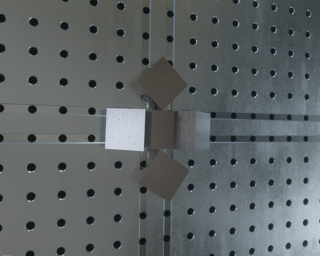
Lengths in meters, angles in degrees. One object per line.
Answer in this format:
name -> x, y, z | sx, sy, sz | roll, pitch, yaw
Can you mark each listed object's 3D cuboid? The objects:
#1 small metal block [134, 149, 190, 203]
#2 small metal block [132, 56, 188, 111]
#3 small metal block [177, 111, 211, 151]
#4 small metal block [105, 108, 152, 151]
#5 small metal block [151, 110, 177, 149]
small metal block -> 0.002, 0.062, 0.413 | 0.050, 0.025, 0.050 | 36, 79, -15
small metal block -> 0.000, -0.057, 0.412 | 0.050, 0.025, 0.050 | -46, 104, -15
small metal block -> 0.046, 0.004, 0.415 | 0.050, 0.025, 0.050 | 4, 88, -60
small metal block -> -0.039, 0.002, 0.385 | 0.050, 0.025, 0.050 | 2, 90, 16
small metal block -> 0.001, 0.002, 0.412 | 0.050, 0.025, 0.050 | 1, 89, -20
